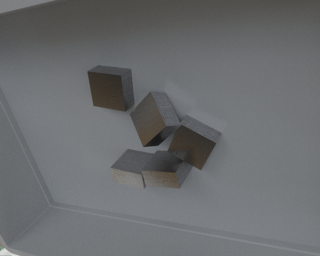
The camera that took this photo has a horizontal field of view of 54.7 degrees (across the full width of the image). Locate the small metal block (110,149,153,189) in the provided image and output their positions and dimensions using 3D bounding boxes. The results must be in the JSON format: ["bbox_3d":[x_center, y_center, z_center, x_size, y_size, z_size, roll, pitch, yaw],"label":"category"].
[{"bbox_3d":[-0.035,0.058,0.447,0.050,0.050,0.025,9,122,23],"label":"small metal block"}]

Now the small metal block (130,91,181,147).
[{"bbox_3d":[-0.007,-0.011,0.391,0.050,0.025,0.050,-43,61,39],"label":"small metal block"}]

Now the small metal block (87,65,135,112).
[{"bbox_3d":[-0.064,-0.053,0.410,0.050,0.025,0.050,11,123,22],"label":"small metal block"}]

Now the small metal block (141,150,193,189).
[{"bbox_3d":[0.011,0.055,0.421,0.050,0.050,0.025,-1,118,28],"label":"small metal block"}]

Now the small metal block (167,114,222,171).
[{"bbox_3d":[0.044,0.019,0.397,0.050,0.025,0.050,29,128,10],"label":"small metal block"}]
